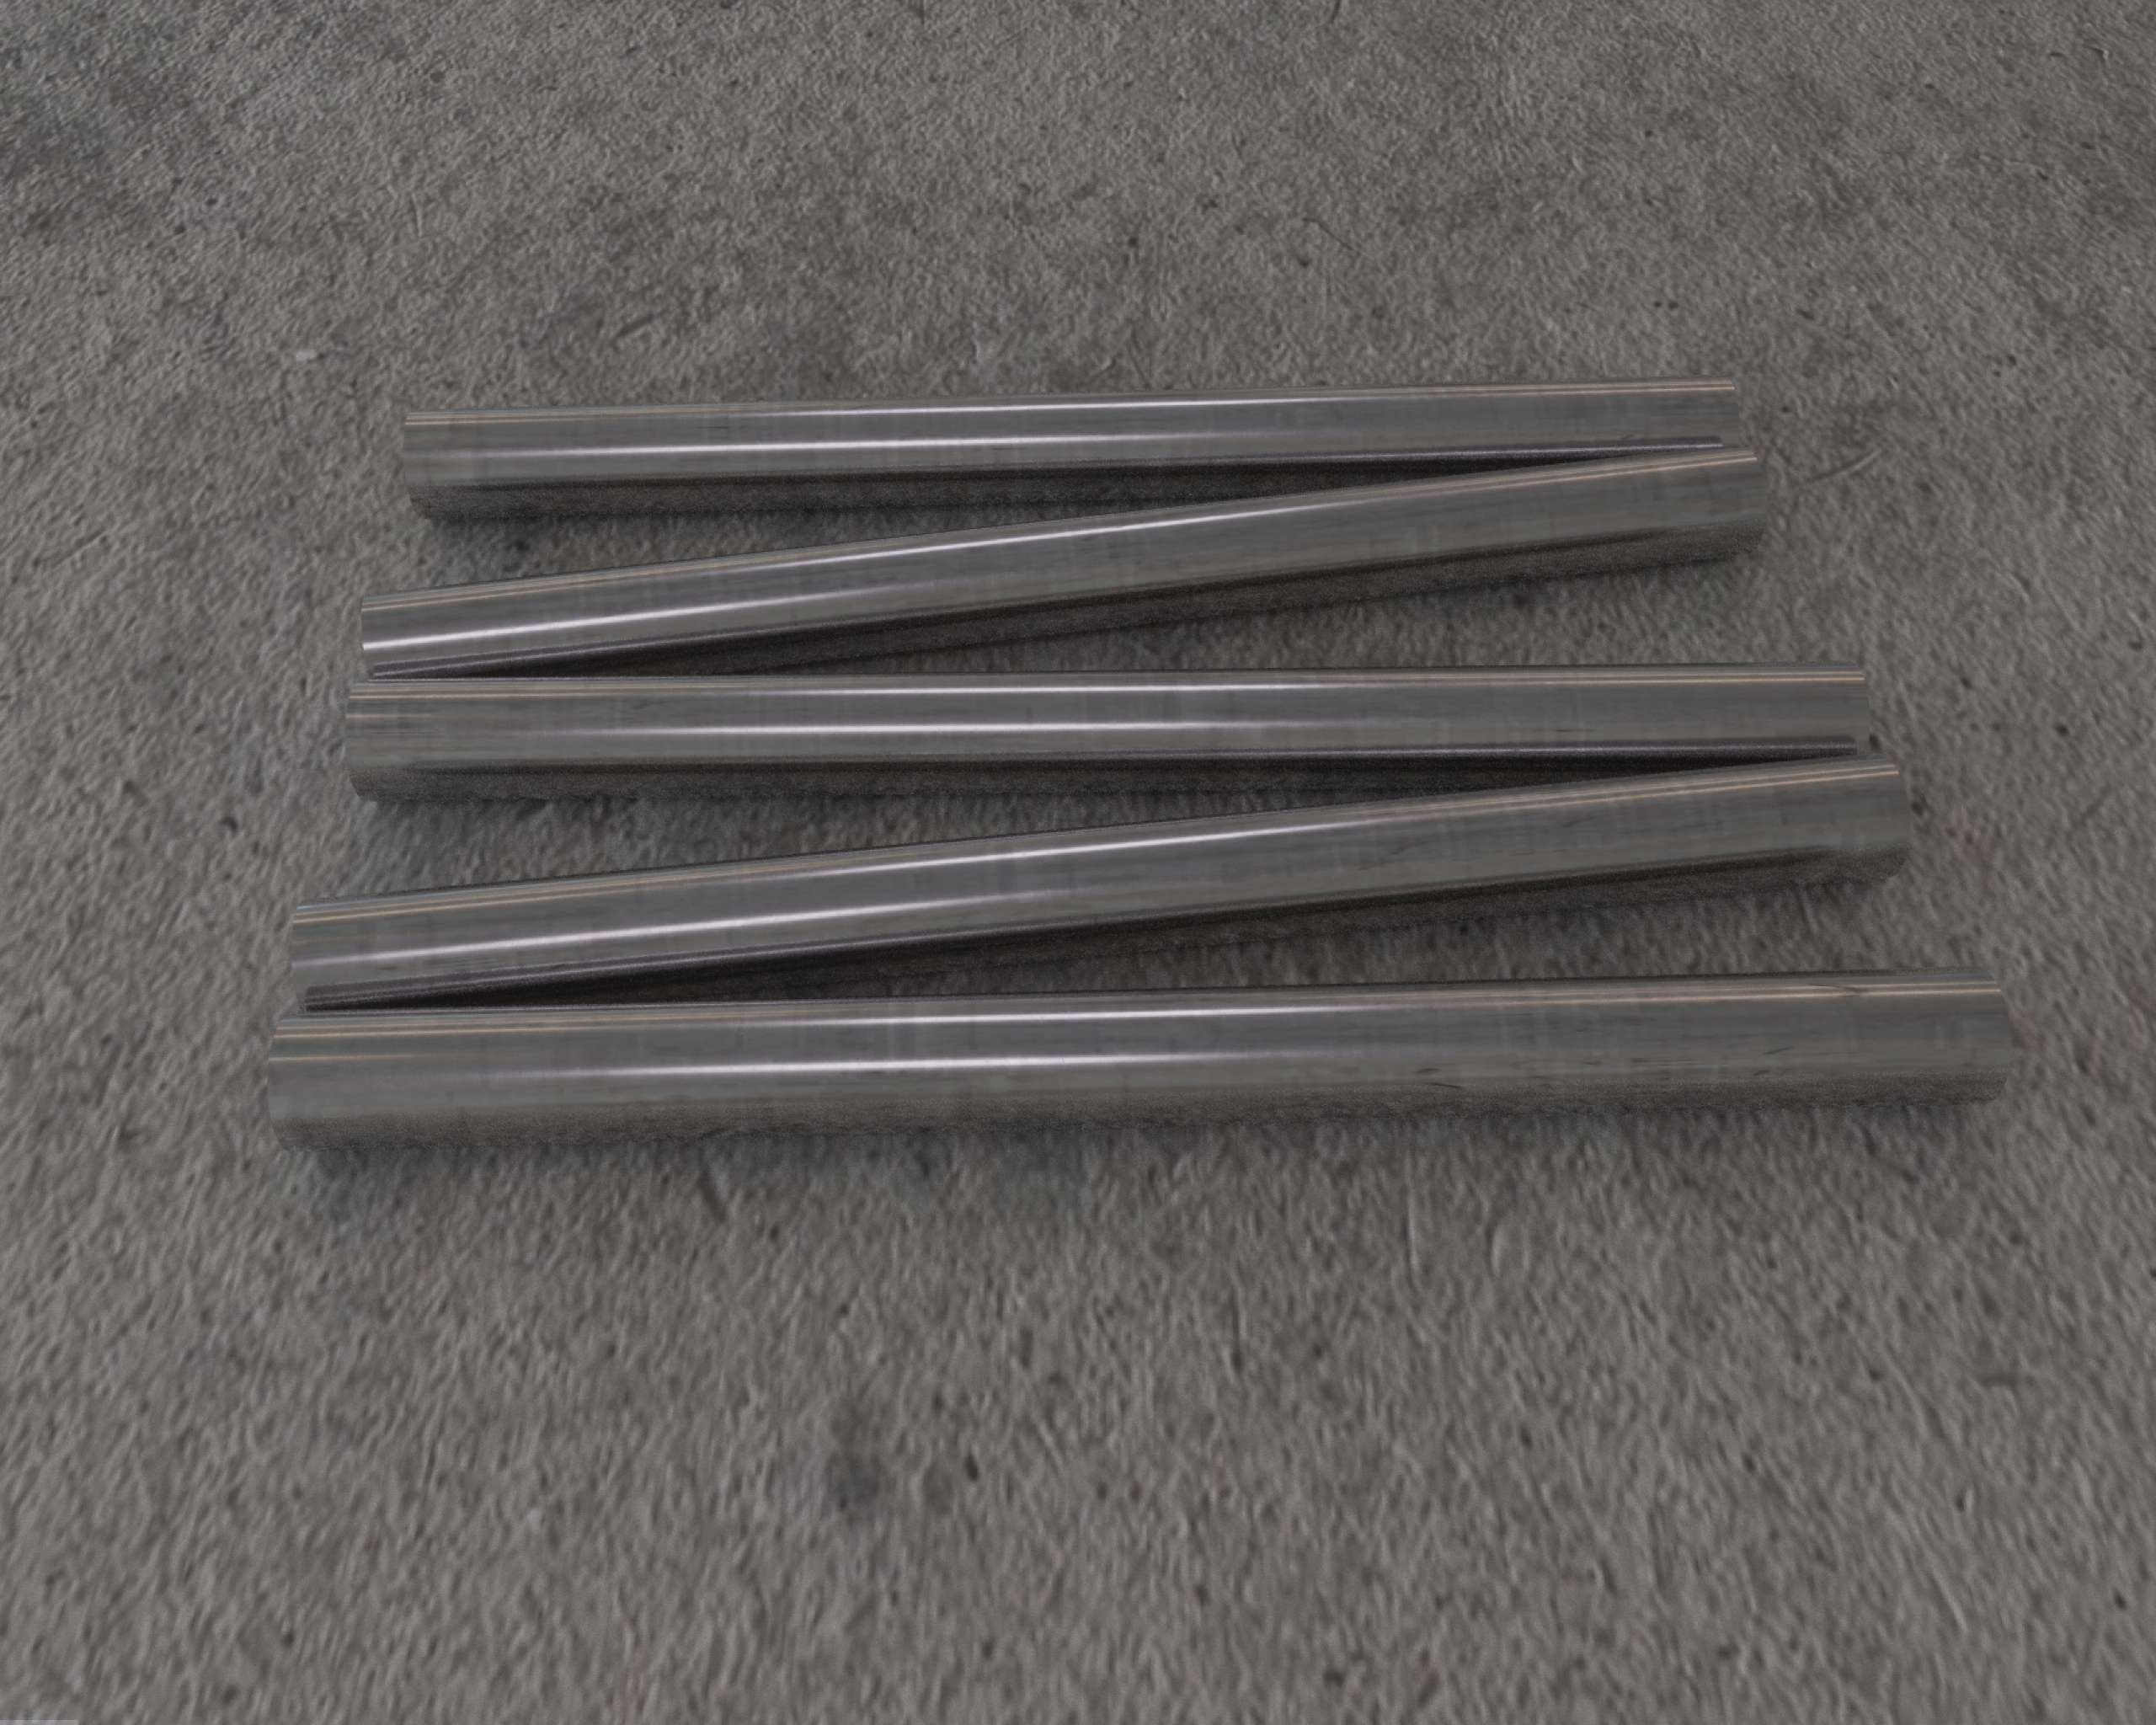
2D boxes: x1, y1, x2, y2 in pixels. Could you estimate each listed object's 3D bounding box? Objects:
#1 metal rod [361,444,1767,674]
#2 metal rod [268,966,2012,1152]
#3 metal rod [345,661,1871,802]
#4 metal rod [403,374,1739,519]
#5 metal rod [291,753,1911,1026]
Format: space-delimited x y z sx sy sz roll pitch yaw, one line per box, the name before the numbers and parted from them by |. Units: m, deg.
metal rod | 0.002 -0.063 0.455 0.302 0.025 0.025 -7 51 -6
metal rod | 0.012 0.035 0.373 0.302 0.025 0.025 -1 50 -2
metal rod | 0.007 -0.027 0.425 0.302 0.025 0.025 -1 50 -1
metal rod | 0.000 -0.096 0.483 0.302 0.025 0.025 -2 50 -2
metal rod | 0.008 0.005 0.398 0.302 0.025 0.025 -5 50 -5
